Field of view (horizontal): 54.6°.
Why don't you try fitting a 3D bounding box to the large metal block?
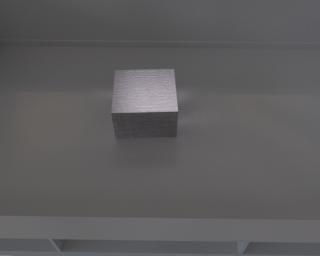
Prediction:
[{"bbox_3d":[-0.020,-0.034,0.417,0.080,0.050,0.080,-2,50,-1],"label":"large metal block"}]
